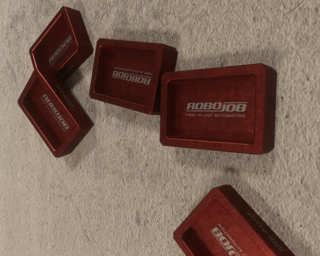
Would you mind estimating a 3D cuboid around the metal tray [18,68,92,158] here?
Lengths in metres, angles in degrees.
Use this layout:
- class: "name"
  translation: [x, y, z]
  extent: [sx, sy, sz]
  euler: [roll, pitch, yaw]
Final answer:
- class: "metal tray"
  translation: [-0.181, -0.026, 0.525]
  extent: [0.130, 0.030, 0.090]
  euler: [52, 123, 11]

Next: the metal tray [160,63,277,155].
- class: "metal tray"
  translation: [0.060, -0.021, 0.350]
  extent: [0.130, 0.030, 0.089]
  euler: [3, 92, 39]

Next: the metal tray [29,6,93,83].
- class: "metal tray"
  translation: [-0.178, -0.136, 0.544]
  extent: [0.130, 0.030, 0.090]
  euler: [-33, 70, 34]

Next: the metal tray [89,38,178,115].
- class: "metal tray"
  translation: [-0.042, -0.074, 0.434]
  extent: [0.130, 0.030, 0.089]
  euler: [17, 101, 38]

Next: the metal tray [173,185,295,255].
- class: "metal tray"
  translation: [0.083, 0.138, 0.331]
  extent: [0.130, 0.030, 0.089]
  euler: [49, 119, 28]
